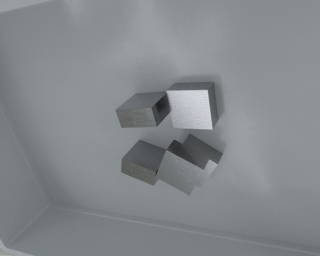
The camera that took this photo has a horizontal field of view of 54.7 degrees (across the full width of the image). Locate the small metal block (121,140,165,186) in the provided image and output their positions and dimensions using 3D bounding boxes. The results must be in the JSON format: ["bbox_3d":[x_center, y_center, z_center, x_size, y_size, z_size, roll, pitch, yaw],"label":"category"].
[{"bbox_3d":[-0.019,0.047,0.430,0.050,0.050,0.025,20,126,16],"label":"small metal block"}]

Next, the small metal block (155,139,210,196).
[{"bbox_3d":[0.028,0.050,0.392,0.050,0.025,0.050,28,128,10],"label":"small metal block"}]

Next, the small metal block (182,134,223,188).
[{"bbox_3d":[0.047,0.044,0.410,0.050,0.025,0.050,31,128,7],"label":"small metal block"}]

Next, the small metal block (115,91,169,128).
[{"bbox_3d":[-0.018,-0.023,0.386,0.050,0.050,0.025,-1,118,28],"label":"small metal block"}]

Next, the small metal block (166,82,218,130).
[{"bbox_3d":[0.040,-0.027,0.370,0.050,0.025,0.050,2,120,26],"label":"small metal block"}]
